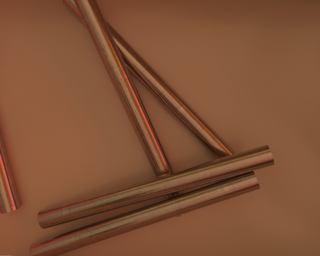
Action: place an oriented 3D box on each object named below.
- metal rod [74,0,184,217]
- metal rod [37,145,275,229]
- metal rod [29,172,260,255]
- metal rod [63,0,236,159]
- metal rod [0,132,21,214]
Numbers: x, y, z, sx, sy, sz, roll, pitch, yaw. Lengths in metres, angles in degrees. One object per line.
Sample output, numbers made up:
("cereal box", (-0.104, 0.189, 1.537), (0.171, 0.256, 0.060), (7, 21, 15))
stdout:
("metal rod", (-0.032, -0.024, 0.396), (0.025, 0.025, 0.299), (-25, 96, 0))
("metal rod", (-0.013, 0.076, 0.385), (0.301, 0.025, 0.025), (-18, 90, 10))
("metal rod", (-0.025, 0.113, 0.390), (0.301, 0.025, 0.025), (-20, 90, 7))
("metal rod", (-0.014, -0.066, 0.411), (0.025, 0.025, 0.300), (-45, 91, 0))
("metal rod", (-0.237, -0.035, 0.408), (0.025, 0.025, 0.298), (-16, 90, 0))
